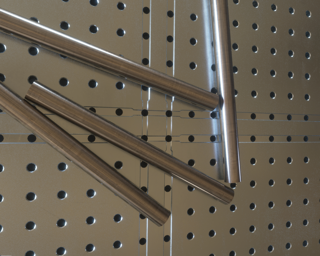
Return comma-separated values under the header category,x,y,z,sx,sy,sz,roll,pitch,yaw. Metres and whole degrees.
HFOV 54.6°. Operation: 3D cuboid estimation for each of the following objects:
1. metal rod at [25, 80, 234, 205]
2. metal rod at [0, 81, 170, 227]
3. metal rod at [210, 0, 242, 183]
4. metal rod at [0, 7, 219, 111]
category,x,y,z,sx,sy,sz,roll,pitch,yaw
metal rod,-0.025,0.027,0.403,0.301,0.025,0.025,30,80,-18
metal rod,-0.105,0.026,0.373,0.300,0.025,0.025,41,77,-16
metal rod,0.093,-0.071,0.446,0.025,0.025,0.298,-6,92,-20
metal rod,-0.058,-0.081,0.390,0.302,0.025,0.025,19,84,-19
